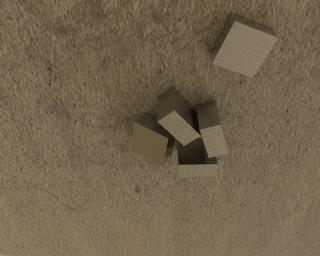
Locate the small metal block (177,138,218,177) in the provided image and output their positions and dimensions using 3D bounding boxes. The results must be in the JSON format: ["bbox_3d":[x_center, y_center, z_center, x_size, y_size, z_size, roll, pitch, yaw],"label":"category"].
[{"bbox_3d":[0.049,0.040,0.425,0.050,0.050,0.025,-1,130,0],"label":"small metal block"}]

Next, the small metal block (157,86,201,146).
[{"bbox_3d":[0.023,-0.015,0.378,0.025,0.050,0.050,-33,123,24],"label":"small metal block"}]

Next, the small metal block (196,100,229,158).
[{"bbox_3d":[0.066,0.001,0.392,0.025,0.050,0.050,-14,129,12],"label":"small metal block"}]

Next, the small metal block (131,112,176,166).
[{"bbox_3d":[-0.008,0.015,0.405,0.050,0.025,0.050,26,133,17],"label":"small metal block"}]

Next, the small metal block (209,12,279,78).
[{"bbox_3d":[0.088,-0.088,0.333,0.050,0.025,0.050,16,128,-13],"label":"small metal block"}]
